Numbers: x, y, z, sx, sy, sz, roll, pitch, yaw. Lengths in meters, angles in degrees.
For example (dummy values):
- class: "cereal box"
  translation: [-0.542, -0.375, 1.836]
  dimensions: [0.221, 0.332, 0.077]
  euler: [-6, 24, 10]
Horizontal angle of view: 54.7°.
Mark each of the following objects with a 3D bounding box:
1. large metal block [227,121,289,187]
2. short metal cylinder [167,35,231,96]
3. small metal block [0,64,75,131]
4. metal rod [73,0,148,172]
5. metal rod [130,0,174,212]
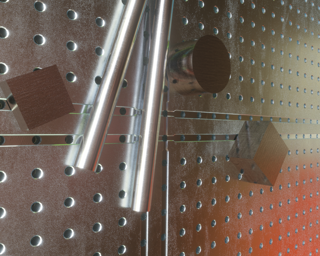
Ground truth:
- class: "large metal block"
  translation: [0.173, 0.043, 0.542]
  dimensions: [0.080, 0.050, 0.080]
  euler: [47, 62, -30]
- class: "short metal cylinder"
  translation: [0.056, -0.087, 0.442]
  dimensions: [0.081, 0.050, 0.079]
  euler: [0, 90, -40]
- class: "small metal block"
  translation: [-0.121, -0.031, 0.309]
  dimensions: [0.050, 0.025, 0.050]
  euler: [-30, 109, -36]
- class: "metal rod"
  translation: [-0.045, -0.096, 0.372]
  dimensions: [0.025, 0.025, 0.299]
  euler: [25, 74, -38]
- class: "metal rod"
  translation: [-0.008, -0.045, 0.404]
  dimensions: [0.025, 0.025, 0.298]
  euler: [11, 83, -40]
